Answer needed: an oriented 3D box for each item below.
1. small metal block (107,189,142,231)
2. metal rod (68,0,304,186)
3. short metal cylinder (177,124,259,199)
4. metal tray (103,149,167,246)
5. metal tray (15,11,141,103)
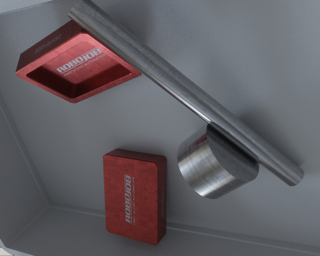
[{"bbox_3d":[-0.059,0.136,0.514,0.050,0.025,0.050,12,107,22],"label":"small metal block"},{"bbox_3d":[0.040,-0.028,0.326,0.301,0.025,0.025,36,130,-14],"label":"metal rod"},{"bbox_3d":[0.067,0.035,0.359,0.080,0.080,0.050,45,129,-4],"label":"short metal cylinder"},{"bbox_3d":[-0.037,0.102,0.464,0.090,0.030,0.129,6,105,24],"label":"metal tray"},{"bbox_3d":[-0.097,-0.077,0.374,0.130,0.030,0.090,-16,150,34],"label":"metal tray"}]
